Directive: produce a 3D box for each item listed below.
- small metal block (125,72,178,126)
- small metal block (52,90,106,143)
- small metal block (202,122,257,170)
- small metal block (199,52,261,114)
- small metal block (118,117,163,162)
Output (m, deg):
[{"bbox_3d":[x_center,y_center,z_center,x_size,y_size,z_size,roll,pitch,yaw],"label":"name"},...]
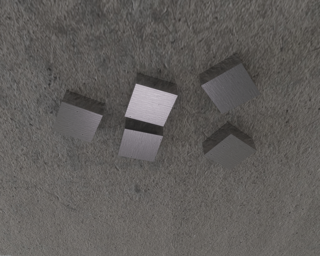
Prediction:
[{"bbox_3d":[-0.011,-0.034,0.378,0.050,0.025,0.050,15,129,-13],"label":"small metal block"},{"bbox_3d":[-0.103,-0.014,0.394,0.050,0.025,0.050,20,127,-16],"label":"small metal block"},{"bbox_3d":[0.096,0.026,0.430,0.050,0.025,0.050,31,124,-24],"label":"small metal block"},{"bbox_3d":[0.082,-0.051,0.364,0.050,0.025,0.050,-28,125,22],"label":"small metal block"},{"bbox_3d":[-0.027,0.016,0.420,0.050,0.025,0.050,11,129,-10],"label":"small metal block"}]
